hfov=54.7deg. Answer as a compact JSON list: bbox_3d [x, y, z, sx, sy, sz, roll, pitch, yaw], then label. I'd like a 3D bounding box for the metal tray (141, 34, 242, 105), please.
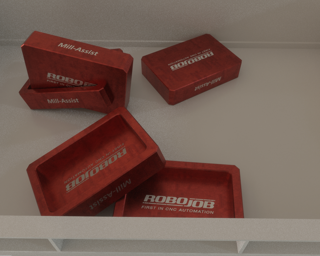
[{"bbox_3d":[0.048,-0.095,0.482,0.131,0.030,0.090,-25,54,-20],"label":"metal tray"}]

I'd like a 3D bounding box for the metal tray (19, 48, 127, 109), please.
[{"bbox_3d":[-0.120,-0.070,0.439,0.130,0.030,0.090,0,48,18],"label":"metal tray"}]

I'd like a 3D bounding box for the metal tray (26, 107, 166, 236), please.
[{"bbox_3d":[-0.071,0.041,0.336,0.131,0.030,0.090,-34,47,-9],"label":"metal tray"}]

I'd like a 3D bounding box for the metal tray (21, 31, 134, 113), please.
[{"bbox_3d":[-0.105,-0.068,0.406,0.131,0.089,0.030,14,51,0],"label":"metal tray"}]

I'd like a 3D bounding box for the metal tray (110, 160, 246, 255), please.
[{"bbox_3d":[0.020,0.081,0.333,0.131,0.030,0.090,4,50,3],"label":"metal tray"}]
